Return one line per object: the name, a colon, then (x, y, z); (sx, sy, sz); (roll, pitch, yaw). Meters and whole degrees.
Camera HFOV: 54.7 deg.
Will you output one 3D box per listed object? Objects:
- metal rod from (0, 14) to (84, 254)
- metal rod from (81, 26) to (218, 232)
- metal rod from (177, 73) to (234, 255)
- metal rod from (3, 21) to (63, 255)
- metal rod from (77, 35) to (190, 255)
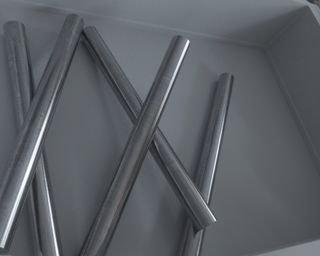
metal rod: (-0.121, -0.026, 0.326); (0.025, 0.025, 0.300); (18, 49, -18)
metal rod: (-0.024, -0.014, 0.384); (0.025, 0.025, 0.299); (-18, 66, -35)
metal rod: (0.070, 0.031, 0.424); (0.025, 0.025, 0.300); (28, 52, -11)
metal rod: (-0.137, 0.007, 0.327); (0.025, 0.025, 0.299); (-4, 64, -30)
metal rod: (-0.023, 0.016, 0.342); (0.025, 0.025, 0.300); (27, 65, -12)
